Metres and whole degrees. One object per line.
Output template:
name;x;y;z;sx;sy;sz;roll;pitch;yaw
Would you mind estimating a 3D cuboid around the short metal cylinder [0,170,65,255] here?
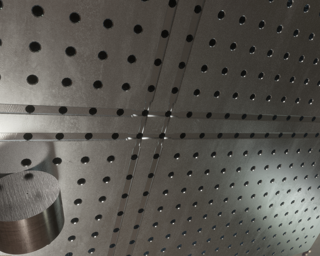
short metal cylinder;-0.153;0.093;0.350;0.081;0.080;0.050;-11;123;-23
